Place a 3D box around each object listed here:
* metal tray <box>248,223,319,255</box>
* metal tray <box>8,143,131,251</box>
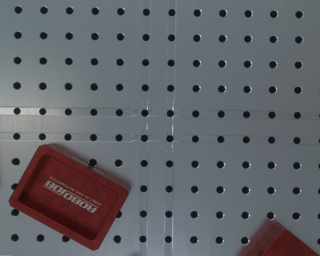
[{"bbox_3d":[0.182,0.203,0.412,0.130,0.030,0.090,39,90,0],"label":"metal tray"},{"bbox_3d":[-0.117,0.089,0.410,0.130,0.030,0.090,29,90,0],"label":"metal tray"}]
